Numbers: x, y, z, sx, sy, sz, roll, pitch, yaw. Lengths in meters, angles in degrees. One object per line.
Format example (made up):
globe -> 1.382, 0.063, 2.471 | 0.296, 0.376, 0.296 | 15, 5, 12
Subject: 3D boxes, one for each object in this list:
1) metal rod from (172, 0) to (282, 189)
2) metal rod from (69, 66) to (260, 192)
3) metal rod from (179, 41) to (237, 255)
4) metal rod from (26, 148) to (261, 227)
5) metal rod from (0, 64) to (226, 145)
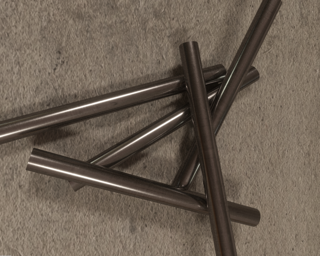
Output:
metal rod -> 0.084, -0.035, 0.414 | 0.025, 0.025, 0.299 | 26, 91, -19
metal rod -> 0.016, -0.008, 0.415 | 0.302, 0.025, 0.025 | -31, 101, -18
metal rod -> 0.061, 0.038, 0.387 | 0.025, 0.025, 0.298 | -7, 83, -20
metal rod -> -0.004, 0.079, 0.380 | 0.302, 0.025, 0.025 | 19, 84, -19
metal rod -> -0.048, -0.036, 0.392 | 0.302, 0.025, 0.025 | -18, 96, -20
